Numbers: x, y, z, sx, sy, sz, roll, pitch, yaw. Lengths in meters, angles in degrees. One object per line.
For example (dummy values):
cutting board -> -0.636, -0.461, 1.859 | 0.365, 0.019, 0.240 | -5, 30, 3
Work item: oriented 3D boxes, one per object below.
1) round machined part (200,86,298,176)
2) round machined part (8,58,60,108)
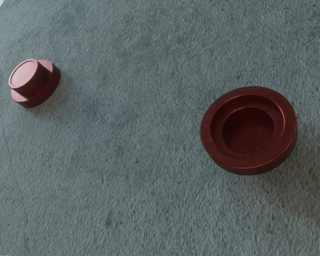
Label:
round machined part -> 0.097, 0.006, 0.338 | 0.098, 0.042, 0.098 | -13, 56, 21
round machined part -> -0.238, -0.089, 0.573 | 0.098, 0.042, 0.098 | -13, 56, 21
